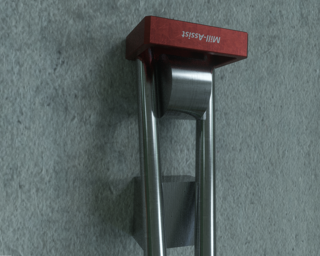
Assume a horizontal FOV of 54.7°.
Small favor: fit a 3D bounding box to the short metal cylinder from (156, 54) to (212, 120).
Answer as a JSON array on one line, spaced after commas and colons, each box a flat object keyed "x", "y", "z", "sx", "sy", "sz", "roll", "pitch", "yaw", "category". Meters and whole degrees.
[{"x": 0.023, "y": -0.050, "z": 0.391, "sx": 0.050, "sy": 0.080, "sz": 0.079, "roll": 2, "pitch": 90, "yaw": -21, "category": "short metal cylinder"}]

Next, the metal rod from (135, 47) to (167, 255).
[{"x": -0.011, "y": 0.042, "z": 0.359, "sx": 0.025, "sy": 0.025, "sz": 0.299, "roll": 2, "pitch": 74, "yaw": -20, "category": "metal rod"}]

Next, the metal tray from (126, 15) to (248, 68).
[{"x": 0.031, "y": -0.102, "z": 0.388, "sx": 0.131, "sy": 0.090, "sz": 0.030, "roll": 2, "pitch": 90, "yaw": -20, "category": "metal tray"}]

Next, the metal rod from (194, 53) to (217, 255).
[{"x": 0.056, "y": 0.046, "z": 0.383, "sx": 0.025, "sy": 0.025, "sz": 0.299, "roll": 9, "pitch": 72, "yaw": -20, "category": "metal rod"}]

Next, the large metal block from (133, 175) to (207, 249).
[{"x": 0.011, "y": 0.105, "z": 0.400, "sx": 0.081, "sy": 0.050, "sz": 0.079, "roll": 2, "pitch": 90, "yaw": -20, "category": "large metal block"}]
